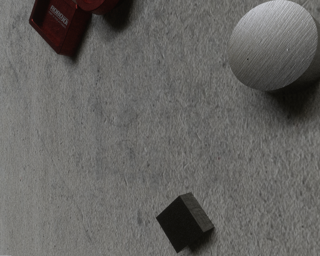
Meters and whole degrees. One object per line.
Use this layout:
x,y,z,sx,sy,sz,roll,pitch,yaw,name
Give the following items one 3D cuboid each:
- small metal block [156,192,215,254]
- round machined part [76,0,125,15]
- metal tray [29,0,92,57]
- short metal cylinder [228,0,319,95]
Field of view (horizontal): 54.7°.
0.030,0.116,0.380,0.050,0.025,0.050,-50,61,28,small metal block
-0.082,-0.218,0.462,0.098,0.042,0.097,0,90,40,round machined part
-0.181,-0.197,0.550,0.130,0.030,0.089,45,117,30,metal tray
0.113,-0.073,0.295,0.080,0.050,0.080,0,90,40,short metal cylinder
